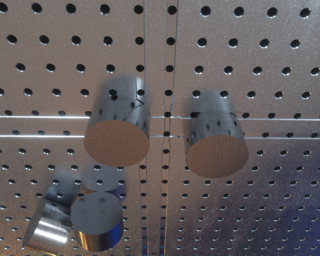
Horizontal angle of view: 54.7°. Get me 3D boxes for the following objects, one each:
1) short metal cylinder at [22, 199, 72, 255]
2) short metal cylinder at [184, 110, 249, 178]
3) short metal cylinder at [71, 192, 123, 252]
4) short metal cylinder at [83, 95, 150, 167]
[{"bbox_3d":[-0.184,0.164,0.513,0.050,0.080,0.080,29,124,-23],"label":"short metal cylinder"},{"bbox_3d":[0.073,0.022,0.416,0.081,0.050,0.079,0,130,0],"label":"short metal cylinder"},{"bbox_3d":[-0.100,0.151,0.503,0.081,0.080,0.050,2,130,-2],"label":"short metal cylinder"},{"bbox_3d":[-0.053,0.005,0.399,0.081,0.050,0.079,0,130,0],"label":"short metal cylinder"}]
